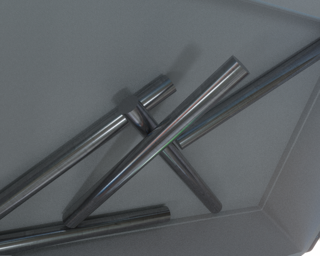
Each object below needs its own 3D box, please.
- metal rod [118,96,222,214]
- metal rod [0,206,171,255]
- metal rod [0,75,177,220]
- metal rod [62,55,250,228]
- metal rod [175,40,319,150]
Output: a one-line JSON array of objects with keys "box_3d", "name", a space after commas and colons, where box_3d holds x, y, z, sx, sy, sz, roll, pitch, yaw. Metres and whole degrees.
[{"box_3d": [0.032, 0.057, 0.442, 0.025, 0.025, 0.300, -40, 135, -1], "name": "metal rod"}, {"box_3d": [-0.123, 0.144, 0.430, 0.303, 0.025, 0.025, -2, 120, -27], "name": "metal rod"}, {"box_3d": [-0.108, 0.034, 0.370, 0.301, 0.025, 0.025, -36, 129, -4], "name": "metal rod"}, {"box_3d": [-0.021, 0.032, 0.360, 0.025, 0.025, 0.299, 27, 121, -38], "name": "metal rod"}, {"box_3d": [0.150, -0.060, 0.453, 0.301, 0.025, 0.025, -33, 129, -7], "name": "metal rod"}]
